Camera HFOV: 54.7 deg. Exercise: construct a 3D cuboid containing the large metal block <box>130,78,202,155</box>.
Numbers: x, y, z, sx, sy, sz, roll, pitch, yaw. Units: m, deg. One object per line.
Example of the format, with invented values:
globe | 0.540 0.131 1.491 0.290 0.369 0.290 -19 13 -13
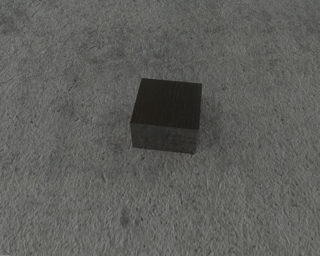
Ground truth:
large metal block | 0.010 -0.016 0.402 0.080 0.050 0.080 6 50 4
